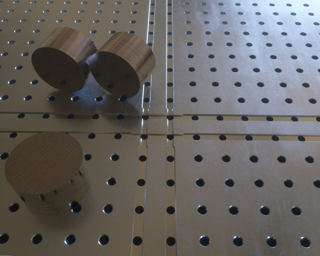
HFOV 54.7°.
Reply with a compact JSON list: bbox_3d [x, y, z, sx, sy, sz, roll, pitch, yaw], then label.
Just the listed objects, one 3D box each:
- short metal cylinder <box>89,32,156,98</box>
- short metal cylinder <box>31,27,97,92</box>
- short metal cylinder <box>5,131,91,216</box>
[{"bbox_3d":[-0.053,-0.090,0.447,0.080,0.080,0.050,19,53,15],"label":"short metal cylinder"},{"bbox_3d":[-0.137,-0.099,0.454,0.080,0.080,0.050,12,51,10],"label":"short metal cylinder"},{"bbox_3d":[-0.123,0.050,0.348,0.081,0.050,0.080,0,50,0],"label":"short metal cylinder"}]
